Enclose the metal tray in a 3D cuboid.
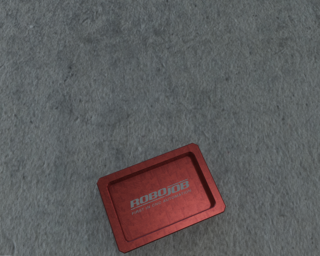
[{"bbox_3d":[0.001,0.083,0.375,0.131,0.030,0.090,-20,71,-8],"label":"metal tray"}]
